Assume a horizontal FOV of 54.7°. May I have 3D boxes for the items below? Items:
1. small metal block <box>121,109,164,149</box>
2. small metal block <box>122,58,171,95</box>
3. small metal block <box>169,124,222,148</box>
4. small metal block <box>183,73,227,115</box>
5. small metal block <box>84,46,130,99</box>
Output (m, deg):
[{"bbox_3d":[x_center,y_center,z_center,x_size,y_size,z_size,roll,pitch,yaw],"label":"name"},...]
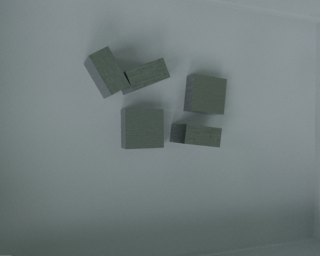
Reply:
[{"bbox_3d":[-0.023,0.001,0.402,0.050,0.025,0.050,-1,90,-20],"label":"small metal block"},{"bbox_3d":[-0.022,-0.064,0.389,0.050,0.050,0.025,-24,98,-18],"label":"small metal block"},{"bbox_3d":[0.047,0.010,0.414,0.050,0.050,0.025,7,88,-20],"label":"small metal block"},{"bbox_3d":[0.063,-0.046,0.434,0.050,0.025,0.050,6,88,-20],"label":"small metal block"},{"bbox_3d":[-0.065,-0.065,0.373,0.025,0.050,0.050,-32,101,-17],"label":"small metal block"}]
